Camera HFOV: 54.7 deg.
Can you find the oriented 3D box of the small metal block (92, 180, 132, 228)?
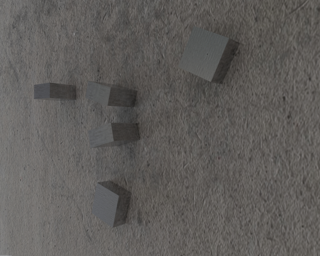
[{"bbox_3d":[-0.073,0.113,0.466,0.050,0.025,0.050,19,102,38],"label":"small metal block"}]

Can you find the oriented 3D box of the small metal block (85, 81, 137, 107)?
[{"bbox_3d":[-0.070,-0.049,0.447,0.050,0.050,0.025,20,103,38],"label":"small metal block"}]

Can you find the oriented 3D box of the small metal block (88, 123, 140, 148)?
[{"bbox_3d":[-0.065,0.011,0.443,0.050,0.050,0.025,-17,80,39],"label":"small metal block"}]

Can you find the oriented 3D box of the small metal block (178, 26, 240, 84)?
[{"bbox_3d":[0.056,-0.084,0.359,0.050,0.025,0.050,33,110,35],"label":"small metal block"}]

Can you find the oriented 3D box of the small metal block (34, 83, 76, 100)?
[{"bbox_3d":[-0.183,-0.062,0.540,0.050,0.050,0.025,1,91,40],"label":"small metal block"}]
